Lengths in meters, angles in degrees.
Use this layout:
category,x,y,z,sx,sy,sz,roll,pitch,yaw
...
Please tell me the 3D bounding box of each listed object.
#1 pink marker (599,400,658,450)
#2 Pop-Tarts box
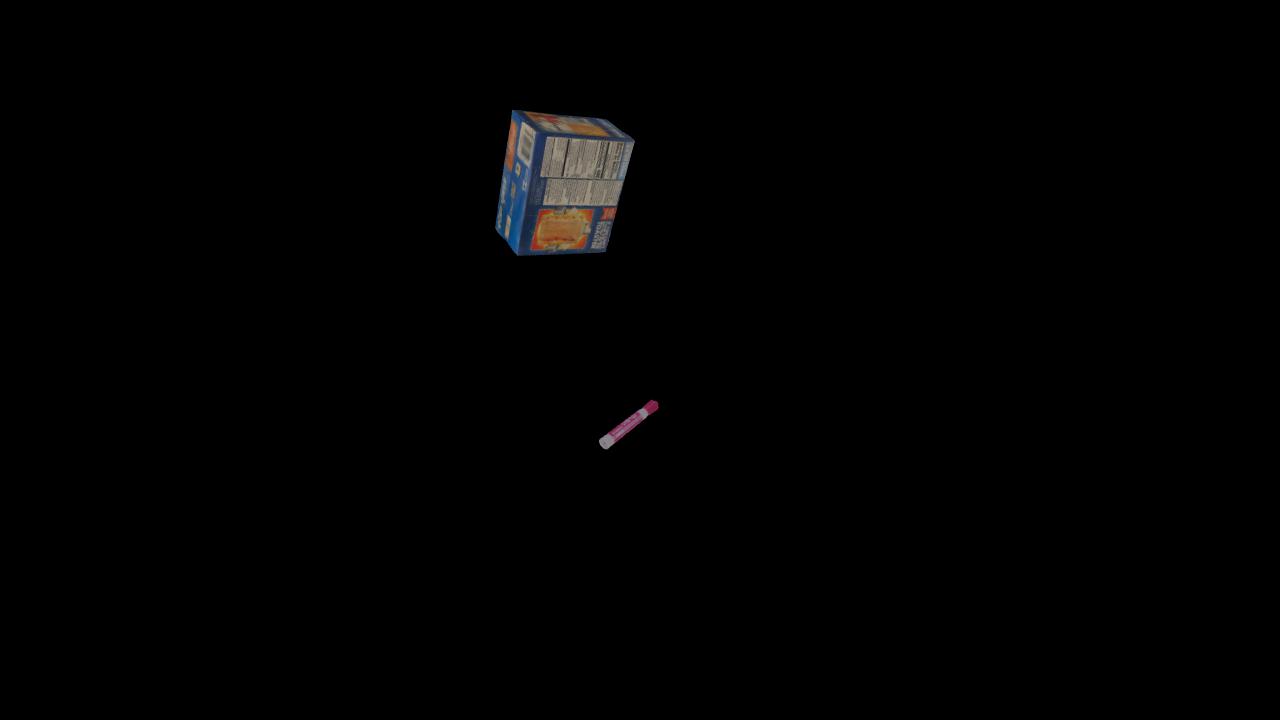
category,x,y,z,sx,sy,sz,roll,pitch,yaw
pink marker,-0.014,0.097,0.949,0.121,0.020,0.020,-35,22,-35
Pop-Tarts box,-0.104,-0.232,0.821,0.141,0.167,0.083,-9,44,-33
